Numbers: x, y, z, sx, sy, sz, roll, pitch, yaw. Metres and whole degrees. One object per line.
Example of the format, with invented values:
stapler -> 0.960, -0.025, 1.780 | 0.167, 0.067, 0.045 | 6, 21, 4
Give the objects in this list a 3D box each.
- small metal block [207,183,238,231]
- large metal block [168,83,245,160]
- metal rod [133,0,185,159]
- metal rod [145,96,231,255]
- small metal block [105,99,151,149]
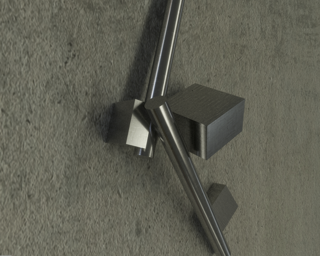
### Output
small metal block -> 0.091, 0.123, 0.484 | 0.050, 0.025, 0.050 | -47, 118, -30
large metal block -> 0.053, -0.013, 0.408 | 0.081, 0.080, 0.050 | -33, 132, -36
metal rod -> 0.009, -0.108, 0.400 | 0.025, 0.025, 0.299 | 23, 72, -38
metal rod -> 0.048, 0.086, 0.412 | 0.025, 0.025, 0.299 | -47, 129, -30
small metal block -> -0.036, -0.004, 0.359 | 0.025, 0.050, 0.050 | 17, 79, -34
